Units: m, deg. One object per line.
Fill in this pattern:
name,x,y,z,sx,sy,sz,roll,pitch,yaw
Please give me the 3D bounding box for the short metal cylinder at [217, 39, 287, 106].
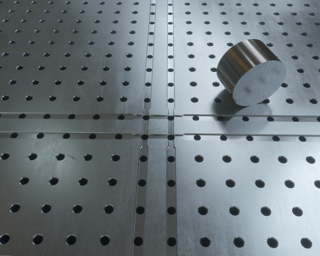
short metal cylinder,0.128,-0.077,0.438,0.081,0.080,0.050,-15,52,-12
